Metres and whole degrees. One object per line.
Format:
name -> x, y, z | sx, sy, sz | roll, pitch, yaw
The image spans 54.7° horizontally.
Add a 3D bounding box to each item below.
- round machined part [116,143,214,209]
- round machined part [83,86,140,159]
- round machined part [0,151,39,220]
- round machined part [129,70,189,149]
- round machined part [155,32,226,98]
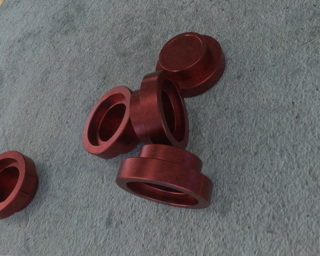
round machined part -> 0.007, 0.049, 0.323 | 0.098, 0.098, 0.042 | 1, 63, 29
round machined part -> -0.055, -0.004, 0.413 | 0.098, 0.042, 0.098 | -26, 48, 34
round machined part -> -0.220, 0.086, 0.456 | 0.098, 0.042, 0.098 | -13, 56, 21
round machined part -> -0.002, -0.017, 0.368 | 0.042, 0.098, 0.098 | -12, 57, 22
round machined part -> 0.038, -0.094, 0.431 | 0.098, 0.042, 0.098 | -13, 56, 21
